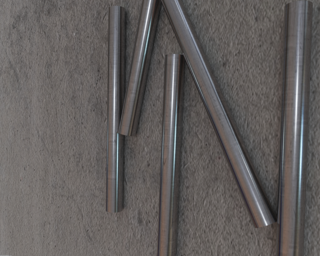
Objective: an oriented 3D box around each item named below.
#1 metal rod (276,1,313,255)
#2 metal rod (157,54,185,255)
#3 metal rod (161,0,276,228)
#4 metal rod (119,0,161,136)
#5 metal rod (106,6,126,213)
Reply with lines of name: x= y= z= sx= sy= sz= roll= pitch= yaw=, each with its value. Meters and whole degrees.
metal rod: x=0.128 y=0.032 z=0.298 sx=0.025 sy=0.025 sz=0.298 roll=3 pitch=92 yaw=40
metal rod: x=0.013 y=0.058 z=0.394 sx=0.025 sy=0.025 sz=0.298 roll=4 pitch=93 yaw=40
metal rod: x=0.059 y=-0.038 z=0.355 sx=0.025 sy=0.025 sz=0.299 roll=-31 pitch=71 yaw=36
metal rod: x=-0.018 y=-0.136 z=0.419 sx=0.025 sy=0.025 sz=0.298 roll=19 pitch=102 yaw=38
metal rod: x=-0.066 y=-0.027 z=0.459 sx=0.025 sy=0.025 sz=0.298 roll=2 pitch=91 yaw=40
